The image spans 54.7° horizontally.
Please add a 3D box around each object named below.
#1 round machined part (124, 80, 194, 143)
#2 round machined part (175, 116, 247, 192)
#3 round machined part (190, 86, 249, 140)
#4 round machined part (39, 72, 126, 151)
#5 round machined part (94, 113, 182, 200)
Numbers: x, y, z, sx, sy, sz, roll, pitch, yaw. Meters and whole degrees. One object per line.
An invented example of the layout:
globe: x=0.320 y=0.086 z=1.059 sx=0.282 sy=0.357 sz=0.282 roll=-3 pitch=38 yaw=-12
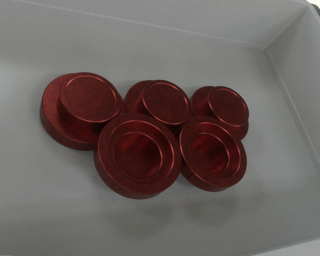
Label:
round machined part: x=0.001 y=-0.024 z=0.407 sx=0.099 sy=0.042 sz=0.098 roll=13 pitch=56 yaw=-20
round machined part: x=0.060 y=0.036 z=0.402 sx=0.099 sy=0.042 sz=0.098 roll=14 pitch=56 yaw=-21
round machined part: x=0.090 y=-0.022 z=0.453 sx=0.099 sy=0.042 sz=0.098 roll=13 pitch=56 yaw=-20
round machined part: x=-0.085 y=-0.026 z=0.361 sx=0.099 sy=0.042 sz=0.098 roll=14 pitch=55 yaw=-21
round machined part: x=-0.028 y=0.035 z=0.356 sx=0.099 sy=0.042 sz=0.098 roll=14 pitch=56 yaw=-21
